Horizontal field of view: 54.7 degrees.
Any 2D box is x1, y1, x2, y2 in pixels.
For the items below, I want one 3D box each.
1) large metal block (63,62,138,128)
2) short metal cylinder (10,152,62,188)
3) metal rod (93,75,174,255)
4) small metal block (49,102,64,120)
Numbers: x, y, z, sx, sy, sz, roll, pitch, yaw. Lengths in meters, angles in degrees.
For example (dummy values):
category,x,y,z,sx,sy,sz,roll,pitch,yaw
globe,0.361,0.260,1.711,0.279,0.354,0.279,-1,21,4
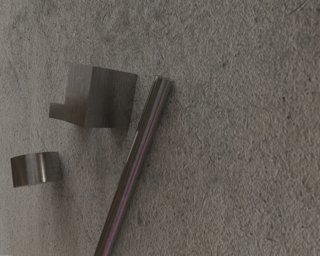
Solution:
category,x,y,z,sx,sy,sz,roll,pitch,yaw
large metal block,-0.083,-0.044,0.438,0.050,0.081,0.079,16,101,39
short metal cylinder,-0.218,0.074,0.550,0.080,0.081,0.050,-17,79,39
metal rod,-0.043,0.070,0.440,0.025,0.025,0.298,32,110,35
small metal block,-0.145,-0.026,0.509,0.050,0.050,0.025,10,96,39
